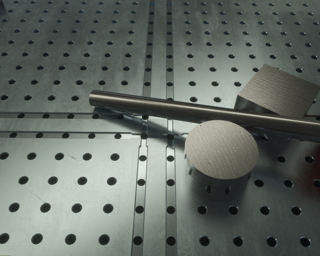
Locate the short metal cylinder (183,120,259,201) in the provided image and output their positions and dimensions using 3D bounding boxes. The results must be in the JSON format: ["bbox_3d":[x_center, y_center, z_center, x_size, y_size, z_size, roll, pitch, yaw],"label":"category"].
[{"bbox_3d":[0.068,0.037,0.360,0.081,0.050,0.080,0,51,0],"label":"short metal cylinder"}]

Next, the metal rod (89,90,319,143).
[{"bbox_3d":[0.046,-0.018,0.394,0.301,0.025,0.025,10,50,19],"label":"metal rod"}]

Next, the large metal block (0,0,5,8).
[{"bbox_3d":[-0.373,-0.266,0.612,0.080,0.050,0.080,-34,58,-25],"label":"large metal block"}]

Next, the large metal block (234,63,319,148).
[{"bbox_3d":[0.155,-0.032,0.420,0.080,0.050,0.080,30,56,23],"label":"large metal block"}]
